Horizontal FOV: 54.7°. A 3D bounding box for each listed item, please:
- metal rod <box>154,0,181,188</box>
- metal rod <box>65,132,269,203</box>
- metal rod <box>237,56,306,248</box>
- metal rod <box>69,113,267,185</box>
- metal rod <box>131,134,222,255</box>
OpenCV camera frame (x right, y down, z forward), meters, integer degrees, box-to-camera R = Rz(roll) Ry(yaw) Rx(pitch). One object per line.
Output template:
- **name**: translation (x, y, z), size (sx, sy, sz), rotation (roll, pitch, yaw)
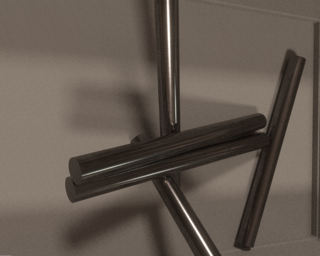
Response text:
- **metal rod**: translation (0.010, -0.054, 0.351), size (0.025, 0.025, 0.298), rotation (-13, 119, -20)
- **metal rod**: translation (0.035, 0.038, 0.381), size (0.303, 0.025, 0.025), rotation (-9, 94, -37)
- **metal rod**: translation (0.173, 0.031, 0.476), size (0.025, 0.025, 0.299), rotation (21, 83, -19)
- **metal rod**: translation (0.038, 0.014, 0.372), size (0.302, 0.025, 0.025), rotation (-12, 95, -40)
- **metal rod**: translation (0.046, 0.129, 0.340), size (0.025, 0.025, 0.299), rotation (-23, 63, -19)
